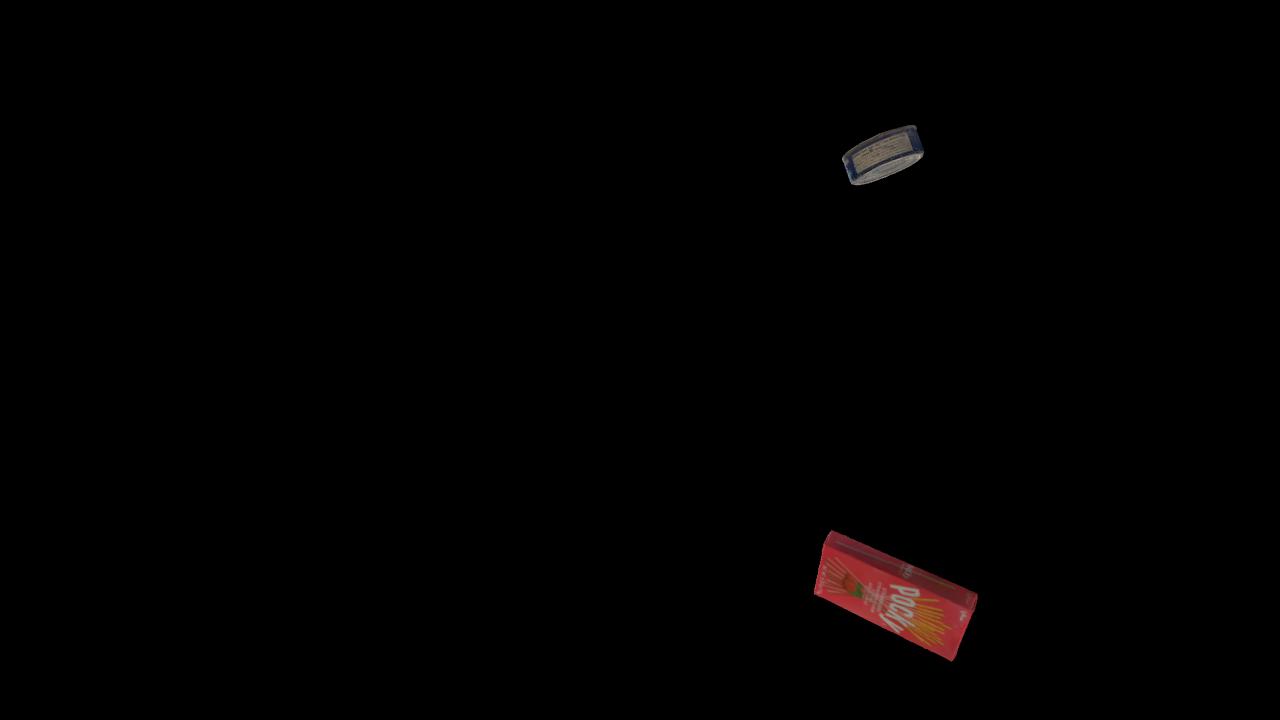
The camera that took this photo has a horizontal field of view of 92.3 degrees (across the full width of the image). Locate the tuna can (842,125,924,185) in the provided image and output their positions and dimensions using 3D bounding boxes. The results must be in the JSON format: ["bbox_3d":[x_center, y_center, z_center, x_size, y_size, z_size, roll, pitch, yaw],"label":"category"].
[{"bbox_3d":[0.278,-0.232,0.704,0.084,0.034,0.084,-18,-1,0],"label":"tuna can"}]

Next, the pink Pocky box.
[{"bbox_3d":[0.271,0.254,0.667,0.155,0.084,0.029,19,36,29],"label":"pink Pocky box"}]
